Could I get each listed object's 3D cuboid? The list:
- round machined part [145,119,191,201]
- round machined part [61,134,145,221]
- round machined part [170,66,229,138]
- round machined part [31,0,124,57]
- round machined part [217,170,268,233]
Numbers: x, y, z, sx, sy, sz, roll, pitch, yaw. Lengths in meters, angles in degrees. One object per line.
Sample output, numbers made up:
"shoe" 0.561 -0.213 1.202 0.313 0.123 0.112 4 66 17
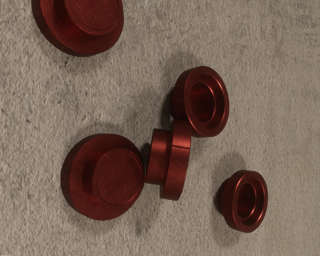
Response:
"round machined part" 0.007 0.037 0.378 0.042 0.098 0.098 10 83 -2
"round machined part" -0.056 0.055 0.349 0.099 0.042 0.097 0 90 -40
"round machined part" 0.052 -0.035 0.436 0.099 0.042 0.097 5 82 -43
"round machined part" -0.079 -0.128 0.328 0.099 0.042 0.097 0 90 -40
"round machined part" 0.132 0.117 0.508 0.099 0.042 0.097 0 90 -40
